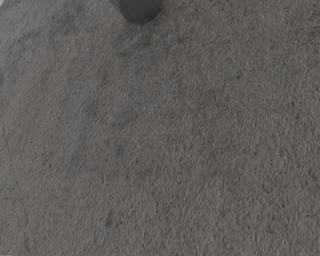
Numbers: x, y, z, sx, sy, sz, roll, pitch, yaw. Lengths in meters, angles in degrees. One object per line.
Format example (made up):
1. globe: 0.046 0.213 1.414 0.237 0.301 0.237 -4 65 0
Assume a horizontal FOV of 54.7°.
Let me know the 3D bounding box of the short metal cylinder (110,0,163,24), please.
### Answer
1. short metal cylinder: -0.042 -0.227 0.530 0.080 0.080 0.050 -39 51 2
